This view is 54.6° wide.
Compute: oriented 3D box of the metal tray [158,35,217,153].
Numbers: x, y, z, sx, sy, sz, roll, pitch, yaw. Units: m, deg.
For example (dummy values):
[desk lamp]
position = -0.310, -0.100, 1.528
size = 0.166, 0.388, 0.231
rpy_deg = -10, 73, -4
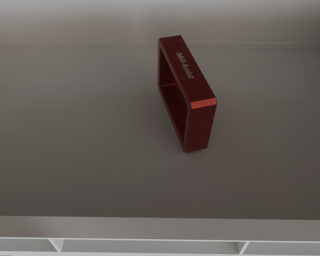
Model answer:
[metal tray]
position = 0.029, -0.045, 0.398
size = 0.030, 0.090, 0.130
rpy_deg = -12, 51, -11
